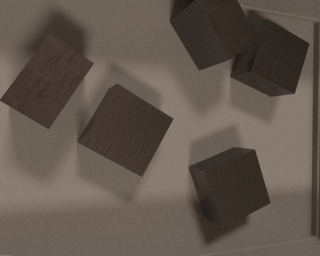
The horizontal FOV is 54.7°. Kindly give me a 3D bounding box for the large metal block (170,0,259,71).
[{"bbox_3d":[0.068,-0.129,0.408,0.050,0.080,0.080,-37,102,-16],"label":"large metal block"}]

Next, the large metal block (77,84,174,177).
[{"bbox_3d":[-0.044,0.003,0.382,0.080,0.050,0.080,32,80,-18],"label":"large metal block"}]

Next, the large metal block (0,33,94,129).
[{"bbox_3d":[-0.121,-0.046,0.337,0.050,0.080,0.080,34,79,-17],"label":"large metal block"}]

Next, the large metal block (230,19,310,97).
[{"bbox_3d":[0.162,-0.100,0.459,0.080,0.050,0.080,21,83,-19],"label":"large metal block"}]

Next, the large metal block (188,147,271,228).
[{"bbox_3d":[0.097,0.080,0.435,0.081,0.050,0.080,-20,97,-19],"label":"large metal block"}]
